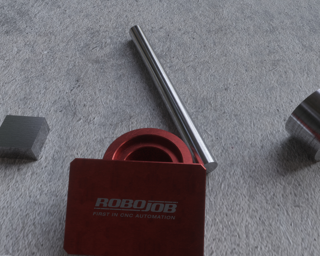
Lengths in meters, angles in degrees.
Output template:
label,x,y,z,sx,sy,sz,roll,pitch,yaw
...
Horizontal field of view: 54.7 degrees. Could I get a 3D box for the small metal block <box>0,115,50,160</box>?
label,x,y,z,sx,sy,sz,roll,pitch,yaw
small metal block,-0.175,0.012,0.392,0.050,0.025,0.050,4,50,3

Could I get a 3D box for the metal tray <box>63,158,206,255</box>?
label,x,y,z,sx,sy,sz,roll,pitch,yaw
metal tray,-0.023,0.077,0.306,0.131,0.030,0.090,2,83,2

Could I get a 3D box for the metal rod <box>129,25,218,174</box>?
label,x,y,z,sx,sy,sz,roll,pitch,yaw
metal rod,0.007,-0.061,0.454,0.025,0.025,0.300,-15,52,-12

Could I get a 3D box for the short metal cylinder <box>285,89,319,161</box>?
label,x,y,z,sx,sy,sz,roll,pitch,yaw
short metal cylinder,0.202,-0.006,0.374,0.081,0.080,0.050,-22,54,-17

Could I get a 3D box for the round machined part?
label,x,y,z,sx,sy,sz,roll,pitch,yaw
round machined part,-0.013,0.050,0.350,0.099,0.042,0.098,0,50,0
